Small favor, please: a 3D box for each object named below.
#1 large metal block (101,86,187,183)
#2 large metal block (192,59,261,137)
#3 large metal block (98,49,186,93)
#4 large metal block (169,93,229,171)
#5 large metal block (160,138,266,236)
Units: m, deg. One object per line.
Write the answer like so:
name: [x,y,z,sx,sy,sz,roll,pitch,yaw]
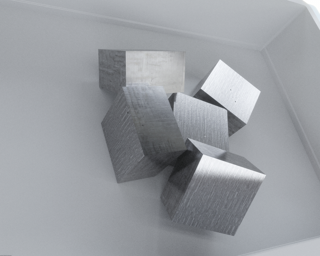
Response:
large metal block: [-0.023,0.008,0.353,0.050,0.080,0.080,-6,65,-31]
large metal block: [0.094,-0.043,0.467,0.080,0.050,0.080,38,51,-3]
large metal block: [-0.025,-0.073,0.394,0.081,0.080,0.050,-8,108,-31]
large metal block: [0.042,0.008,0.408,0.081,0.050,0.080,18,55,-19]
large metal block: [0.058,0.067,0.352,0.081,0.080,0.050,19,12,-19]
